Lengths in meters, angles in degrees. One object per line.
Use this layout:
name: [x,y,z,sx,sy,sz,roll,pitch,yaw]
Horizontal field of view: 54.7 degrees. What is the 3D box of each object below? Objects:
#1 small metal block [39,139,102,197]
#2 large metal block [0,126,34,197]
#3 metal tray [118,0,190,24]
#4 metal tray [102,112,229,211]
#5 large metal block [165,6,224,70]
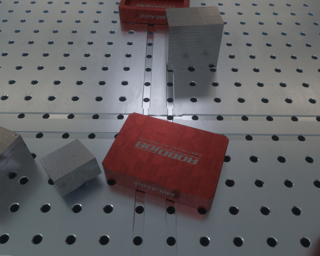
small metal block: [-0.104,0.044,0.361,0.050,0.025,0.050,-31,40,-23]
large metal block: [-0.212,0.038,0.358,0.080,0.050,0.080,20,53,16]
metal tray: [-0.008,-0.241,0.606,0.131,0.030,0.090,4,50,3]
metal tray: [0.009,0.036,0.374,0.130,0.030,0.090,15,52,12]
large metal block: [0.051,-0.141,0.491,0.081,0.080,0.050,-4,50,-4]
